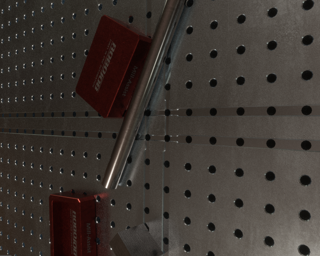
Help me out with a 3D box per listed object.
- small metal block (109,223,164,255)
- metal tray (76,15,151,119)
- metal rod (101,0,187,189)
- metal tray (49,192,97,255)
[{"bbox_3d":[-0.032,0.163,0.417,0.050,0.050,0.025,51,120,27],"label":"small metal block"},{"bbox_3d":[-0.072,-0.090,0.463,0.090,0.030,0.129,39,113,32],"label":"metal tray"},{"bbox_3d":[-0.024,-0.047,0.427,0.025,0.025,0.298,33,110,34],"label":"metal rod"},{"bbox_3d":[-0.149,0.179,0.525,0.090,0.030,0.129,-4,88,39],"label":"metal tray"}]
